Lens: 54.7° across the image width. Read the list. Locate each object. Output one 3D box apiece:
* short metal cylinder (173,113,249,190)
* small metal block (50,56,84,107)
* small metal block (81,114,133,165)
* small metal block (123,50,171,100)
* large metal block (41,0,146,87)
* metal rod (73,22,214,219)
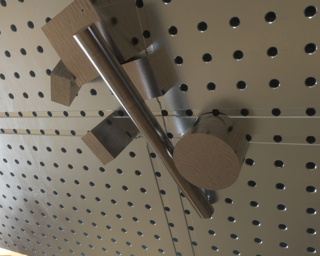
[{"bbox_3d":[0.063,0.029,0.379,0.080,0.050,0.079,13,124,20],"label":"short metal cylinder"},{"bbox_3d":[-0.121,-0.065,0.408,0.025,0.050,0.050,19,139,-3],"label":"small metal block"},{"bbox_3d":[-0.075,0.016,0.443,0.025,0.050,0.050,-33,100,38],"label":"small metal block"},{"bbox_3d":[-0.021,-0.062,0.383,0.050,0.025,0.050,-10,113,32],"label":"small metal block"},{"bbox_3d":[-0.078,-0.106,0.368,0.080,0.050,0.080,-20,108,34],"label":"large metal block"},{"bbox_3d":[-0.005,0.011,0.380,0.025,0.025,0.299,-13,124,33],"label":"metal rod"}]
